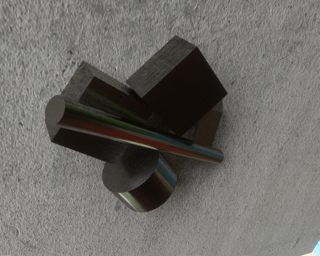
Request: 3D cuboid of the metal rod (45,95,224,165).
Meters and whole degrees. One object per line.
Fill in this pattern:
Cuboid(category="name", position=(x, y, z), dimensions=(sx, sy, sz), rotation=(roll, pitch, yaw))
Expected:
Cuboid(category="metal rod", position=(0.002, 0.015, 0.366), dimensions=(0.301, 0.025, 0.025), rotation=(19, 109, -53))

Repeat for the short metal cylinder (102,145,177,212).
Cuboid(category="short metal cylinder", position=(-0.025, 0.059, 0.395), dimensions=(0.080, 0.080, 0.050), rotation=(-38, 130, -3))

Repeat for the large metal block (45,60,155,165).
Cuboid(category="large metal block", position=(-0.068, -0.015, 0.346), dimensions=(0.080, 0.050, 0.080), rotation=(28, 103, -38))

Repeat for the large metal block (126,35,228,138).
Cuboid(category="large metal block", position=(0.021, -0.048, 0.371), dimensions=(0.080, 0.050, 0.080), rotation=(-43, 130, 1))

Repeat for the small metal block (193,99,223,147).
Cuboid(category="small metal block", position=(0.065, -0.011, 0.418), dimensions=(0.025, 0.050, 0.050), rotation=(15, 116, 4))
